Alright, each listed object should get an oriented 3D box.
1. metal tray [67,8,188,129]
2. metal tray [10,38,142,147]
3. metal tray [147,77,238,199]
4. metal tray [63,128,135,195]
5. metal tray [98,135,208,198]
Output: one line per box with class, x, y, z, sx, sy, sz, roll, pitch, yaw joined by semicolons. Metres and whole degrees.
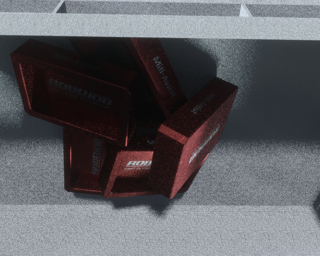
metal tray;-0.029;-0.055;0.327;0.090;0.030;0.130;10;142;40
metal tray;-0.090;-0.036;0.341;0.131;0.030;0.089;19;137;7
metal tray;0.039;0.008;0.351;0.030;0.131;0.089;29;133;20
metal tray;-0.088;0.044;0.441;0.091;0.030;0.129;8;130;-7
metal tray;-0.009;0.052;0.421;0.131;0.030;0.089;2;130;-27
